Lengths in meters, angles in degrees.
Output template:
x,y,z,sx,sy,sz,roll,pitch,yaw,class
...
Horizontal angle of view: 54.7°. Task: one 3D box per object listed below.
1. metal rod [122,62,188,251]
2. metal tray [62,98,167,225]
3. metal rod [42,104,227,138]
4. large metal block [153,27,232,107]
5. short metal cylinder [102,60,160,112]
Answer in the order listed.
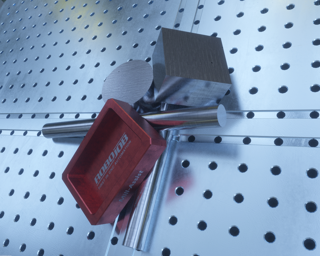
x,y,z,sx,sy,sz,roll,pitch,yaw,class
0.005,0.001,0.405,0.025,0.025,0.300,1,62,29,metal rod
-0.061,0.041,0.379,0.090,0.030,0.129,44,108,33,metal tray
-0.057,-0.004,0.420,0.300,0.025,0.025,-4,60,34,metal rod
0.037,-0.075,0.394,0.081,0.050,0.080,6,56,-15,large metal block
-0.035,-0.050,0.440,0.080,0.050,0.080,-13,56,21,short metal cylinder
